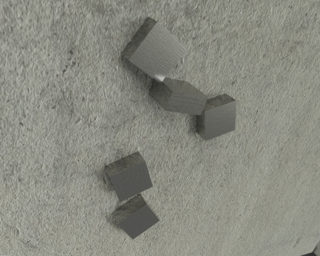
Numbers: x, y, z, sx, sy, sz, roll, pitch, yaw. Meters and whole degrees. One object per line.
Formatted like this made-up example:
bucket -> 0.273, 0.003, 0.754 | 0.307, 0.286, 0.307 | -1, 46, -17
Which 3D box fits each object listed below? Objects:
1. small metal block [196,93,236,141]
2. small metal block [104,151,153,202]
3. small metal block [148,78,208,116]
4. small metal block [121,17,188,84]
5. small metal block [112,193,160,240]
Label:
small metal block -> 0.079, -0.016, 0.440 | 0.050, 0.025, 0.050 | -19, 126, -17
small metal block -> -0.042, 0.067, 0.425 | 0.050, 0.025, 0.050 | -24, 127, -14
small metal block -> 0.021, -0.040, 0.377 | 0.050, 0.050, 0.025 | 5, 116, -31
small metal block -> -0.006, -0.087, 0.349 | 0.050, 0.025, 0.050 | 31, 101, -38
small metal block -> -0.036, 0.135, 0.470 | 0.050, 0.025, 0.050 | -34, 129, -6
